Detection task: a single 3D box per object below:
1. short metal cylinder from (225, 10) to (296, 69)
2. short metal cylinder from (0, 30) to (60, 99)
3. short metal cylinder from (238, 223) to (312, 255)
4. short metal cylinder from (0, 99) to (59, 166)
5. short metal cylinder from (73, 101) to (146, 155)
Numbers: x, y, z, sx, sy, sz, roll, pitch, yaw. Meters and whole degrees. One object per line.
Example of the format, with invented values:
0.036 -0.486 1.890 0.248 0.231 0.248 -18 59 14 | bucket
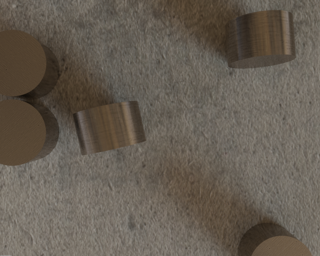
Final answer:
0.123 -0.106 0.384 0.081 0.080 0.050 -4 90 -1 | short metal cylinder
-0.177 -0.078 0.395 0.081 0.050 0.079 0 90 -1 | short metal cylinder
0.147 0.170 0.400 0.081 0.050 0.079 0 90 -1 | short metal cylinder
-0.177 0.005 0.395 0.081 0.050 0.079 0 90 -1 | short metal cylinder
-0.061 0.000 0.382 0.080 0.080 0.050 -12 90 0 | short metal cylinder
